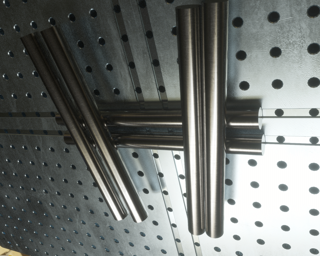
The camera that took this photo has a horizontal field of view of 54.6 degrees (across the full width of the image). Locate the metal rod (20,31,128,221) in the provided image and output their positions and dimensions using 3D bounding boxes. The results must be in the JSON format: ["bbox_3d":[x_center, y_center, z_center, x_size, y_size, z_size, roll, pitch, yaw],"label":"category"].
[{"bbox_3d":[-0.115,0.011,0.448,0.025,0.025,0.299,-8,114,32],"label":"metal rod"}]

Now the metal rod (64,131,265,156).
[{"bbox_3d":[-0.013,0.017,0.430,0.300,0.025,0.025,1,119,27],"label":"metal rod"}]

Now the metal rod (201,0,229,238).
[{"bbox_3d":[0.063,0.013,0.355,0.025,0.025,0.298,9,122,24],"label":"metal rod"}]

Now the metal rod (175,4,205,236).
[{"bbox_3d":[0.040,0.014,0.368,0.025,0.025,0.298,9,122,24],"label":"metal rod"}]

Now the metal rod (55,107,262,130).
[{"bbox_3d":[-0.021,-0.013,0.415,0.300,0.025,0.025,1,119,27],"label":"metal rod"}]

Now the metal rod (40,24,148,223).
[{"bbox_3d":[-0.082,0.009,0.429,0.025,0.025,0.299,-8,115,32],"label":"metal rod"}]
